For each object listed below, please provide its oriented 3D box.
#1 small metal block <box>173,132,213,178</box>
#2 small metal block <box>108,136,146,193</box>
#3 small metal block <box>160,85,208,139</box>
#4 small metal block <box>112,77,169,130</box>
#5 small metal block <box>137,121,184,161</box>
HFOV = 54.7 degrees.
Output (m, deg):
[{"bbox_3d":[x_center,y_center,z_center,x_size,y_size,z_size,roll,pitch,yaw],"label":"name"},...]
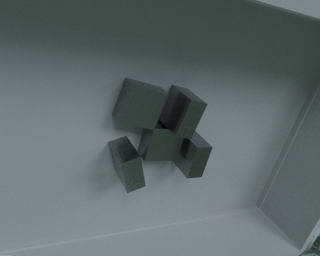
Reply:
[{"bbox_3d":[0.043,0.036,0.440,0.025,0.050,0.050,0,118,-29],"label":"small metal block"},{"bbox_3d":[-0.043,0.046,0.399,0.025,0.050,0.050,-19,126,-18],"label":"small metal block"},{"bbox_3d":[0.028,-0.021,0.396,0.025,0.050,0.050,10,113,-33],"label":"small metal block"},{"bbox_3d":[-0.024,-0.029,0.379,0.050,0.025,0.050,11,113,-33],"label":"small metal block"},{"bbox_3d":[0.002,0.017,0.422,0.050,0.025,0.050,3,118,-30],"label":"small metal block"}]
